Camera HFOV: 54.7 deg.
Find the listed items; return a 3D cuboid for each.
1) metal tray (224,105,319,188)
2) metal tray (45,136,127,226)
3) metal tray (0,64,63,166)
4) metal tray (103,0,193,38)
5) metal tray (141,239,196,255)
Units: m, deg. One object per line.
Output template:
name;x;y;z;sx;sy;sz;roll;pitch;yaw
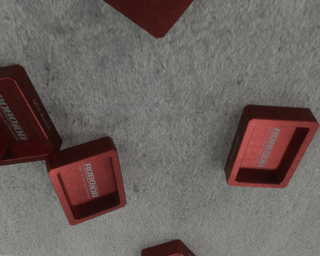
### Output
metal tray;0.149;0.030;0.431;0.091;0.030;0.129;3;130;-4
metal tray;-0.101;0.079;0.446;0.091;0.030;0.129;-17;133;-16
metal tray;-0.192;-0.010;0.391;0.090;0.030;0.129;-8;130;6
metal tray;-0.024;-0.153;0.273;0.131;0.030;0.090;30;124;-24
metal tray;0.030;0.287;0.648;0.090;0.030;0.130;-23;127;18
